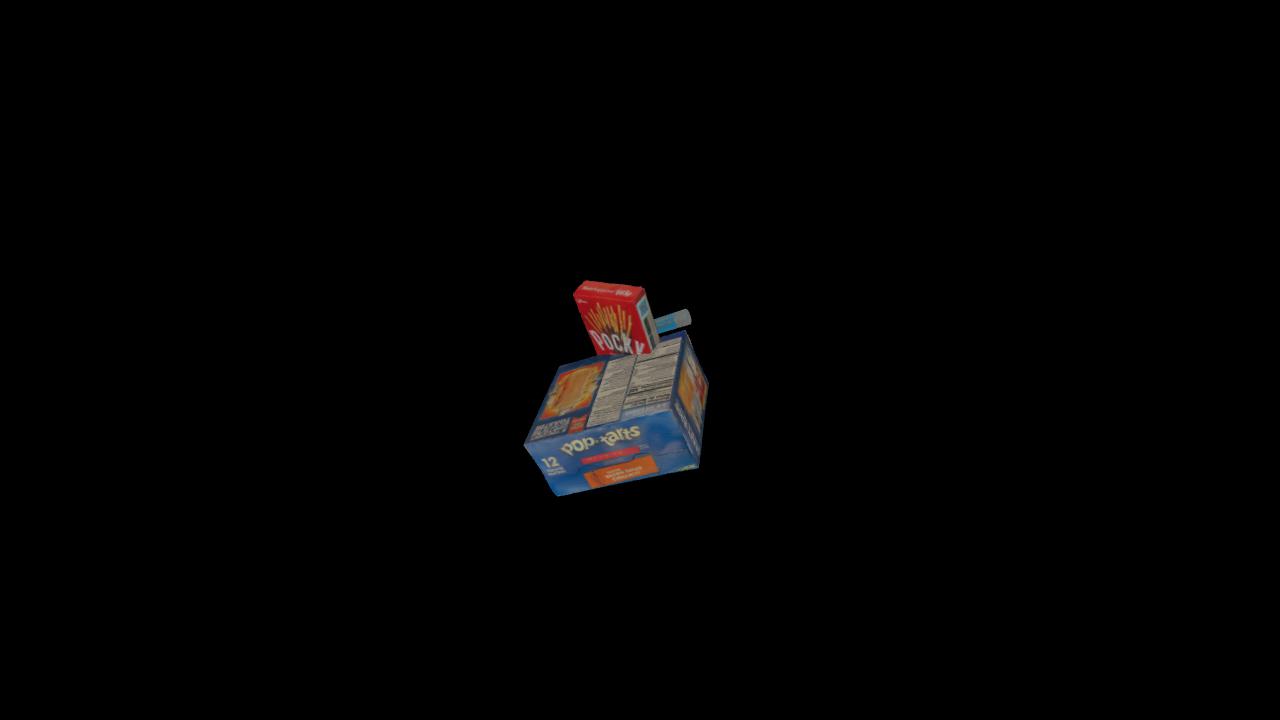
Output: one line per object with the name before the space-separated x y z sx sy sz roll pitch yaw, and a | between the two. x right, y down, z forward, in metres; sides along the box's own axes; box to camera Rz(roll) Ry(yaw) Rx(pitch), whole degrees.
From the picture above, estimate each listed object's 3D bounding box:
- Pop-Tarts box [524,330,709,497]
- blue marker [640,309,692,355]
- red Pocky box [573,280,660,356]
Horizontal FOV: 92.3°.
Pop-Tarts box | -0.019 0.057 0.668 0.167 0.083 0.141 -16 30 21
blue marker | 0.002 -0.034 0.726 0.121 0.020 0.020 -17 -6 22
red Pocky box | -0.016 -0.017 0.694 0.083 0.155 0.028 11 48 33
